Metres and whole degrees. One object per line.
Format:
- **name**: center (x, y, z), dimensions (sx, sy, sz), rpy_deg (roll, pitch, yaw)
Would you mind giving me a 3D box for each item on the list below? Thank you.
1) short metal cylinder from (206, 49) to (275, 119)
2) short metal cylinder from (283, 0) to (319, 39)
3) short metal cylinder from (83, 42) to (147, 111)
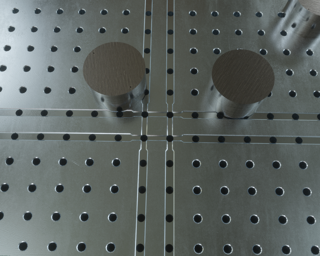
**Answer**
- **short metal cylinder**: center (0.107, -0.059, 0.420), dimensions (0.081, 0.050, 0.080), rpy_deg (0, 70, 0)
- **short metal cylinder**: center (0.235, -0.184, 0.467), dimensions (0.081, 0.050, 0.080), rpy_deg (0, 70, 0)
- **short metal cylinder**: center (-0.059, -0.069, 0.423), dimensions (0.081, 0.050, 0.080), rpy_deg (0, 70, 0)
